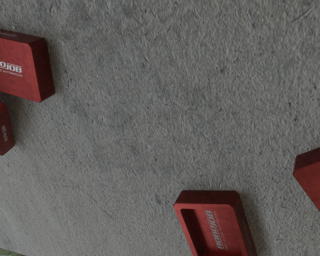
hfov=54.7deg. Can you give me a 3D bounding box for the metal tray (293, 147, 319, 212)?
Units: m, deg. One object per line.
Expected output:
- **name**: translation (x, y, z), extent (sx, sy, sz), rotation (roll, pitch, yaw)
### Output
- **metal tray**: translation (0.219, 0.073, 0.333), extent (0.090, 0.030, 0.130), rotation (-31, 101, 38)

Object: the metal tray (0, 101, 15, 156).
- **metal tray**: translation (-0.302, -0.015, 0.533), extent (0.090, 0.030, 0.129), rotation (34, 143, 6)

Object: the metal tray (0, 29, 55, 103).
- **metal tray**: translation (-0.224, -0.096, 0.462), extent (0.130, 0.030, 0.089), rotation (16, 125, 19)

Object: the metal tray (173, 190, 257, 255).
- **metal tray**: translation (0.083, 0.152, 0.454), extent (0.090, 0.030, 0.129), rotation (-7, 115, 31)
